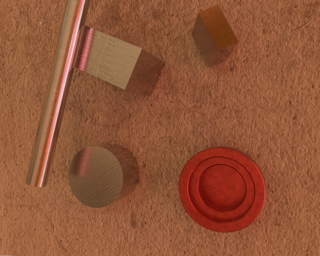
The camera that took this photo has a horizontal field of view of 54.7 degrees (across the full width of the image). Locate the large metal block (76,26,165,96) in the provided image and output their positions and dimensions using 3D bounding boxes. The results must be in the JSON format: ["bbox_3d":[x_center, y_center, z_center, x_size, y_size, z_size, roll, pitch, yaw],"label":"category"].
[{"bbox_3d":[-0.051,-0.083,0.397,0.080,0.080,0.050,26,99,18],"label":"large metal block"}]

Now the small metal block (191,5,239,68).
[{"bbox_3d":[0.064,-0.108,0.370,0.025,0.050,0.050,-24,81,-8],"label":"small metal block"}]

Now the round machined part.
[{"bbox_3d":[0.076,0.070,0.373,0.098,0.042,0.097,0,90,19],"label":"round machined part"}]

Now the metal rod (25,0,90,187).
[{"bbox_3d":[-0.112,-0.077,0.362,0.025,0.025,0.298,17,96,19],"label":"metal rod"}]

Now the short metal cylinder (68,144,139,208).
[{"bbox_3d":[-0.075,0.063,0.421,0.080,0.050,0.079,0,90,19],"label":"short metal cylinder"}]
